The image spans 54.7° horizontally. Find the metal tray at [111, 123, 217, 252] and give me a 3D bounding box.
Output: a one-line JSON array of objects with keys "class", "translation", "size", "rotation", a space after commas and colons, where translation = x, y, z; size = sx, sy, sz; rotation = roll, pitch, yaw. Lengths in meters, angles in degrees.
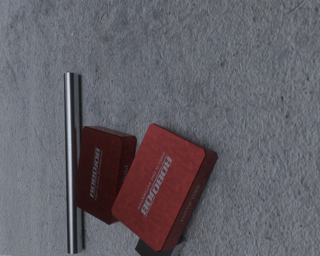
[{"class": "metal tray", "translation": [0.002, 0.070, 0.381], "size": [0.090, 0.030, 0.129], "rotation": [27, 95, 36]}]

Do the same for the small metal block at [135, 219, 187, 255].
[{"class": "small metal block", "translation": [0.000, 0.152, 0.403], "size": [0.050, 0.025, 0.050], "rotation": [34, 111, 34]}]

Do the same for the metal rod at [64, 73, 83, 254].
[{"class": "metal rod", "translation": [-0.146, 0.057, 0.522], "size": [0.025, 0.025, 0.298], "rotation": [-3, 88, 39]}]

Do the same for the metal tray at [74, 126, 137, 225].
[{"class": "metal tray", "translation": [-0.085, 0.068, 0.469], "size": [0.090, 0.030, 0.129], "rotation": [14, 99, 38]}]
